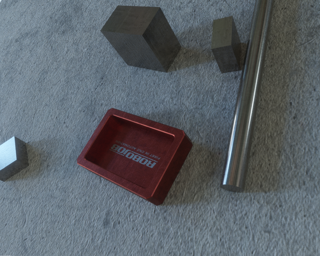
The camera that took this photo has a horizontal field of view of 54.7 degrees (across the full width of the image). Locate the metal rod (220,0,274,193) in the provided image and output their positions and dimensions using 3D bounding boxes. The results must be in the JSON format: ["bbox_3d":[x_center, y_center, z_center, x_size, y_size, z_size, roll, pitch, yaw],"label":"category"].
[{"bbox_3d":[0.114,-0.068,0.384,0.025,0.025,0.300,3,63,29],"label":"metal rod"}]

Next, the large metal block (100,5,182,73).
[{"bbox_3d":[-0.026,-0.133,0.462,0.080,0.080,0.050,18,71,34],"label":"large metal block"}]

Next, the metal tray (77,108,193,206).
[{"bbox_3d":[-0.035,0.032,0.398,0.130,0.030,0.090,18,71,34],"label":"metal tray"}]

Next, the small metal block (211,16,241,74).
[{"bbox_3d":[0.088,-0.109,0.408,0.025,0.050,0.050,-5,59,25],"label":"small metal block"}]

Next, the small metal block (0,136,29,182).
[{"bbox_3d":[-0.243,0.050,0.498,0.050,0.025,0.050,-32,52,7],"label":"small metal block"}]
